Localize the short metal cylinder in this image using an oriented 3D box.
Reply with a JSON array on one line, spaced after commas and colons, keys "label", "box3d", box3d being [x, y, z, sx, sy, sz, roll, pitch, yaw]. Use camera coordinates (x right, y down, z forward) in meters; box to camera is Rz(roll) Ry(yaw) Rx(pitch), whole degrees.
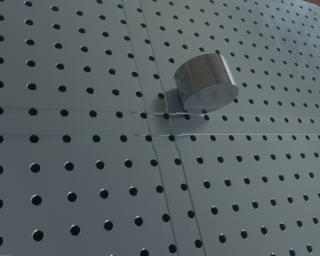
[{"label": "short metal cylinder", "box3d": [0.066, -0.061, 0.445, 0.081, 0.080, 0.050, -2, 63, -29]}]
